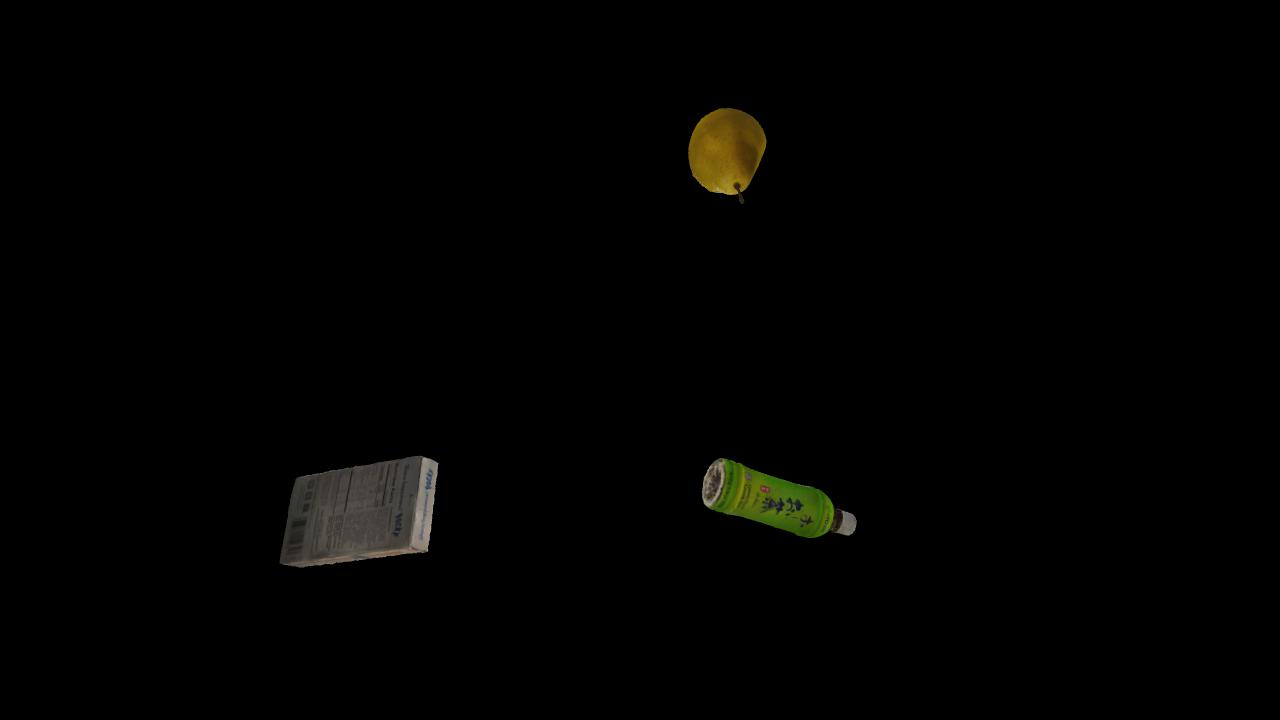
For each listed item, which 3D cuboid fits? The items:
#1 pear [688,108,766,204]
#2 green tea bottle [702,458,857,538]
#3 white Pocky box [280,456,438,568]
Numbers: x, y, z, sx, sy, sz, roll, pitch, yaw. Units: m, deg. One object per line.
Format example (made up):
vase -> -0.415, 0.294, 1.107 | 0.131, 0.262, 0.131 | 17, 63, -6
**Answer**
pear -> 0.084, -0.189, 0.580 | 0.080, 0.080, 0.111 | 0, 36, -4
green tea bottle -> 0.191, 0.191, 0.820 | 0.212, 0.073, 0.073 | 17, -4, -12
white Pocky box -> -0.259, 0.140, 0.566 | 0.154, 0.084, 0.028 | -12, -28, 19
